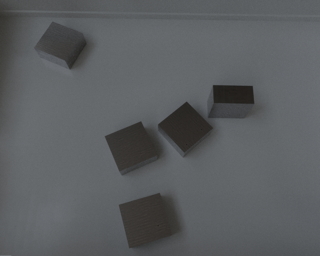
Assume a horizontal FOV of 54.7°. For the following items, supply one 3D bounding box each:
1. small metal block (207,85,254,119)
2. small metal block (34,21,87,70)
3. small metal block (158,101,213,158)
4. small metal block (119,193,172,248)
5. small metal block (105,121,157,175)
[{"bbox_3d":[0.092,-0.034,0.410,0.050,0.050,0.025,1,70,0],"label":"small metal block"},{"bbox_3d":[-0.144,-0.120,0.452,0.050,0.025,0.050,23,71,8],"label":"small metal block"},{"bbox_3d":[0.033,0.002,0.409,0.050,0.025,0.050,-39,75,-13],"label":"small metal block"},{"bbox_3d":[-0.017,0.110,0.369,0.050,0.025,0.050,-15,71,-6],"label":"small metal block"},{"bbox_3d":[-0.037,0.026,0.400,0.050,0.025,0.050,-23,72,-9],"label":"small metal block"}]
